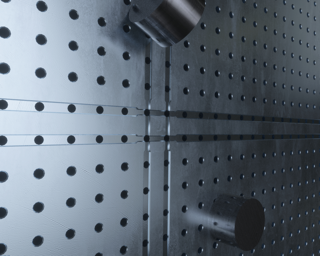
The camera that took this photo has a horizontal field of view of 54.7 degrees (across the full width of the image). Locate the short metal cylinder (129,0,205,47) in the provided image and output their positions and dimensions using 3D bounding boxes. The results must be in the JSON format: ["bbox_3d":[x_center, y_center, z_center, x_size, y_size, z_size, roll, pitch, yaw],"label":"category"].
[{"bbox_3d":[0.008,-0.147,0.379,0.050,0.080,0.080,32,70,-36],"label":"short metal cylinder"}]

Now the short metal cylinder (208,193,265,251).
[{"bbox_3d":[0.124,0.149,0.496,0.081,0.050,0.079,0,90,-40],"label":"short metal cylinder"}]
